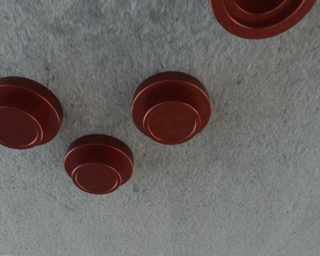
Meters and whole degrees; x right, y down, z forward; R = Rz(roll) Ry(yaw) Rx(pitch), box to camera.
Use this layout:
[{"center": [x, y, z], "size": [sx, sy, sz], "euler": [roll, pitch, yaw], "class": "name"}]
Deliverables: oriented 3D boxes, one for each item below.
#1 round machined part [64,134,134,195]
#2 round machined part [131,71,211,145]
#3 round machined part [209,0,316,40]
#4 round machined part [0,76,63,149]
[{"center": [-0.088, 0.058, 0.445], "size": [0.099, 0.042, 0.097], "euler": [-1, 130, 0], "class": "round machined part"}, {"center": [0.014, -0.017, 0.382], "size": [0.099, 0.042, 0.097], "euler": [-1, 130, 0], "class": "round machined part"}, {"center": [0.091, -0.135, 0.282], "size": [0.099, 0.042, 0.097], "euler": [-1, 130, 0], "class": "round machined part"}, {"center": [-0.175, -0.011, 0.384], "size": [0.099, 0.042, 0.097], "euler": [-1, 130, 0], "class": "round machined part"}]
